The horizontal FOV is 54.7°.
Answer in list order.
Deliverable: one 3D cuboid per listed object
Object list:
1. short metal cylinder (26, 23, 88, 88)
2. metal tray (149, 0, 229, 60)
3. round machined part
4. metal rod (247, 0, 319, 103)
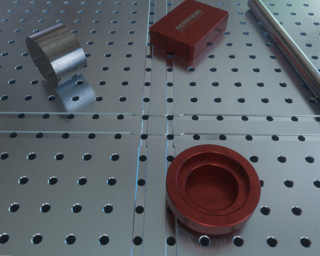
[{"bbox_3d":[-0.153,-0.107,0.461,0.050,0.080,0.080,-36,59,-26],"label":"short metal cylinder"},{"bbox_3d":[0.053,-0.180,0.556,0.090,0.030,0.131,28,55,21],"label":"metal tray"},{"bbox_3d":[0.055,0.069,0.339,0.099,0.042,0.098,0,50,0],"label":"round machined part"},{"bbox_3d":[0.217,-0.140,0.526,0.025,0.025,0.300,-9,51,-7],"label":"metal rod"}]
